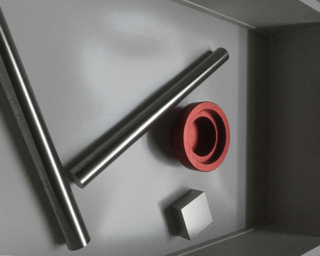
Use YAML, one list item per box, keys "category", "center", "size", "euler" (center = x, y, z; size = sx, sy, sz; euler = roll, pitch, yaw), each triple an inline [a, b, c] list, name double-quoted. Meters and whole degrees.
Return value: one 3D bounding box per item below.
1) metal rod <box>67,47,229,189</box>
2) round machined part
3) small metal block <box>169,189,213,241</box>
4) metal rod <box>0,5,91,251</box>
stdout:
- category: "metal rod"
  center: [0.004, -0.030, 0.411]
  size: [0.302, 0.025, 0.025]
  euler: [-42, 116, -32]
- category: "round machined part"
  center: [0.053, 0.012, 0.443]
  size: [0.099, 0.042, 0.097]
  euler: [0, 90, -40]
- category: "small metal block"
  center: [0.045, 0.124, 0.447]
  size: [0.050, 0.025, 0.050]
  euler: [-27, 107, -37]
- category: "metal rod"
  center: [-0.128, -0.015, 0.299]
  size: [0.025, 0.025, 0.298]
  euler: [-27, 107, -37]
